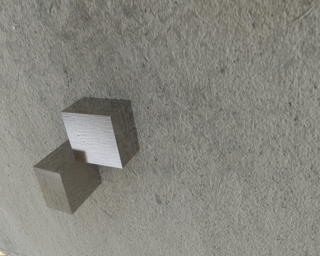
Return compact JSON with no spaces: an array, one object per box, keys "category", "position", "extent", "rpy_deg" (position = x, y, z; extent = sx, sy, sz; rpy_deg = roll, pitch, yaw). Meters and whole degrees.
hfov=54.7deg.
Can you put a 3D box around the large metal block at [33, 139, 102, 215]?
[{"category":"large metal block","position":[-0.143,0.076,0.494],"extent":[0.050,0.080,0.079],"rpy_deg":[9,122,23]}]

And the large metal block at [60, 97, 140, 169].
[{"category":"large metal block","position":[-0.082,0.005,0.437],"extent":[0.080,0.050,0.079],"rpy_deg":[6,121,25]}]
